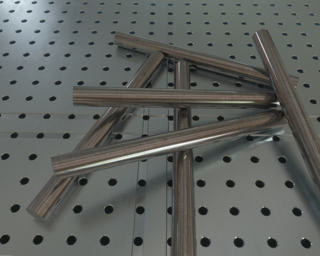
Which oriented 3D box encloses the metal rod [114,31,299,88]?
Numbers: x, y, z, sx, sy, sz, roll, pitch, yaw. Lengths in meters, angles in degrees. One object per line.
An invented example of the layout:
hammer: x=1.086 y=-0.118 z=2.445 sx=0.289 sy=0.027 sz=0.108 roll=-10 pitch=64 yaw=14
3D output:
metal rod: x=0.065 y=-0.110 z=0.500 sx=0.301 sy=0.025 sz=0.025 roll=18 pitch=53 yaw=15

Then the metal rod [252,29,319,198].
metal rod: x=0.173 y=-0.012 z=0.389 sx=0.025 sy=0.025 sz=0.299 roll=-6 pitch=59 yaw=-5

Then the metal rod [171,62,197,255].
metal rod: x=0.029 y=0.020 z=0.390 sx=0.025 sy=0.025 sz=0.300 roll=2 pitch=50 yaw=1

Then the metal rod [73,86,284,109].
metal rod: x=0.043 y=-0.038 z=0.408 sx=0.302 sy=0.025 sz=0.025 roll=0 pitch=49 yaw=-13

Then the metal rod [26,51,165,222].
metal rod: x=-0.067 y=-0.011 z=0.416 sx=0.025 sy=0.025 sz=0.301 roll=20 pitch=53 yaw=16

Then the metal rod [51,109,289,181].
metal rod: x=0.032 y=0.013 z=0.363 sx=0.302 sy=0.025 sz=0.025 roll=-11 pitch=50 yaw=-23
